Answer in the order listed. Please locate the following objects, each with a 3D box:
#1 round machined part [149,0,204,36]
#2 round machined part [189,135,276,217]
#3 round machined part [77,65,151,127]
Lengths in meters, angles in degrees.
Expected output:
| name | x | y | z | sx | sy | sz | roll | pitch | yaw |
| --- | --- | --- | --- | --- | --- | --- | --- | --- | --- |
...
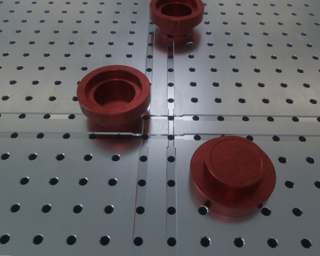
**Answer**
| name | x | y | z | sx | sy | sz | roll | pitch | yaw |
| --- | --- | --- | --- | --- | --- | --- | --- | --- | --- |
| round machined part | 0.030 | -0.206 | 0.570 | 0.099 | 0.042 | 0.098 | 0 | 50 | 0 |
| round machined part | 0.084 | 0.047 | 0.357 | 0.099 | 0.042 | 0.098 | 0 | 50 | 0 |
| round machined part | -0.062 | -0.040 | 0.431 | 0.099 | 0.042 | 0.098 | 0 | 50 | 0 |
